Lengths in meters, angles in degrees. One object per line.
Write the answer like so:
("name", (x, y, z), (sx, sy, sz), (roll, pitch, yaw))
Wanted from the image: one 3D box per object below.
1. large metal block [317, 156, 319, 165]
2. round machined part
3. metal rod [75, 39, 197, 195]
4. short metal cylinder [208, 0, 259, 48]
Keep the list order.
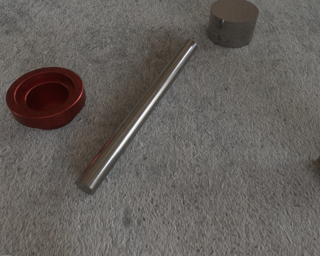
("large metal block", (0.238, 0.033, 0.342), (0.081, 0.080, 0.050), (0, 50, 0))
("round machined part", (-0.150, -0.036, 0.421), (0.099, 0.042, 0.098), (0, 50, 0))
("metal rod", (-0.017, -0.035, 0.432), (0.025, 0.025, 0.301), (21, 53, 17))
("short metal cylinder", (0.127, -0.185, 0.543), (0.081, 0.050, 0.080), (0, 50, 0))
